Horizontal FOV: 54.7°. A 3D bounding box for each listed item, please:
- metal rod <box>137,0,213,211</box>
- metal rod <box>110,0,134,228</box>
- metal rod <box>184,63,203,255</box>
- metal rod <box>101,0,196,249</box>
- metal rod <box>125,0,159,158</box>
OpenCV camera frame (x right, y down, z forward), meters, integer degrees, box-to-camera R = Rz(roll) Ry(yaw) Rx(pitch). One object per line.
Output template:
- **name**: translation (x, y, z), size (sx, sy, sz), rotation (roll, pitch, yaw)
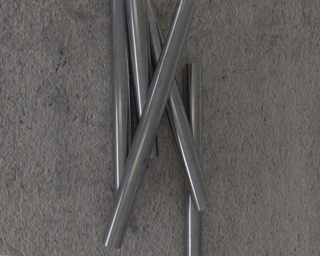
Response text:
- **metal rod**: translation (0.014, -0.041, 0.399), size (0.025, 0.025, 0.298), rotation (-16, 90, -19)
- **metal rod**: translation (-0.048, -0.026, 0.390), size (0.025, 0.025, 0.298), rotation (-1, 91, -20)
- **metal rod**: translation (0.046, 0.063, 0.425), size (0.025, 0.025, 0.298), rotation (0, 90, -20)
- **metal rod**: translation (-0.012, -0.006, 0.370), size (0.025, 0.025, 0.299), rotation (18, 87, -19)
- **metal rod**: translation (-0.026, -0.110, 0.380), size (0.025, 0.025, 0.298), rotation (-8, 100, -20)
